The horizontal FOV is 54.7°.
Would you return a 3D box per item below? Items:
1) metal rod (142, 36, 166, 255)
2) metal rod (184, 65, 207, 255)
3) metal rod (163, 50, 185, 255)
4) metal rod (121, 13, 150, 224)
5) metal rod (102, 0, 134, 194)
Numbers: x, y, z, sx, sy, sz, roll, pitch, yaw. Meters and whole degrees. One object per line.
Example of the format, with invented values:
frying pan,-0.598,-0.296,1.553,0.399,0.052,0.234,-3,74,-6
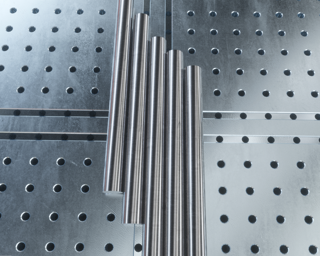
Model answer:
metal rod,-0.006,0.012,0.406,0.025,0.025,0.299,1,70,0
metal rod,0.044,0.057,0.390,0.025,0.025,0.299,1,70,0
metal rod,0.019,0.033,0.399,0.025,0.025,0.299,1,70,0
metal rod,-0.030,-0.026,0.420,0.025,0.025,0.299,1,70,0
metal rod,-0.056,-0.061,0.433,0.025,0.025,0.299,1,70,0
